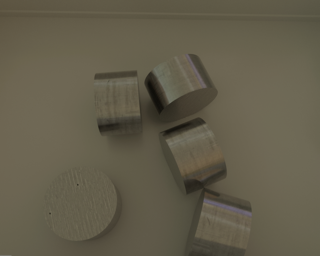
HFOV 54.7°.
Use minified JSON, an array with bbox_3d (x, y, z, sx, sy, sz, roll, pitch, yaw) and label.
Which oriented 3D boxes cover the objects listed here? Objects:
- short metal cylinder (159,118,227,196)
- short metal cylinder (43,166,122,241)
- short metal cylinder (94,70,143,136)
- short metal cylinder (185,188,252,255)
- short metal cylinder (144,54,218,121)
[{"bbox_3d":[0.037,0.033,0.369,0.050,0.080,0.080,-22,72,-8],"label":"short metal cylinder"},{"bbox_3d":[-0.088,0.090,0.363,0.081,0.050,0.080,0,70,0],"label":"short metal cylinder"},{"bbox_3d":[-0.051,-0.031,0.391,0.050,0.080,0.080,-5,70,-2],"label":"short metal cylinder"},{"bbox_3d":[0.063,0.112,0.340,0.050,0.080,0.080,16,71,5],"label":"short metal cylinder"},{"bbox_3d":[0.027,-0.050,0.399,0.080,0.080,0.050,-21,72,-8],"label":"short metal cylinder"}]
